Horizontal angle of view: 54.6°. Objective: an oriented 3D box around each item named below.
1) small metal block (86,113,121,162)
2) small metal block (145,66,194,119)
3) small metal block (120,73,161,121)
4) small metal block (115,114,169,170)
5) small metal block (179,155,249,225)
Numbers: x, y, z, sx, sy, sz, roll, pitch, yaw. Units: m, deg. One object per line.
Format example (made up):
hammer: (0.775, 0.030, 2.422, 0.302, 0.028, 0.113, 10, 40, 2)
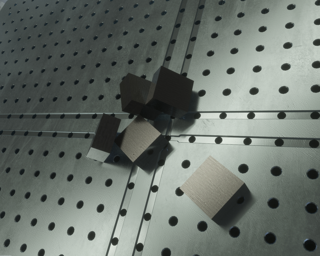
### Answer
small metal block: (-0.077, 0.014, 0.423, 0.050, 0.025, 0.050, 136, 152, -62)
small metal block: (0.013, -0.047, 0.412, 0.025, 0.050, 0.050, -37, 35, 59)
small metal block: (-0.026, -0.043, 0.429, 0.025, 0.050, 0.050, -44, 42, 38)
small metal block: (-0.025, 0.018, 0.412, 0.050, 0.025, 0.050, -46, 51, -4)
small metal block: (0.059, 0.067, 0.337, 0.050, 0.025, 0.050, -46, 51, -4)
